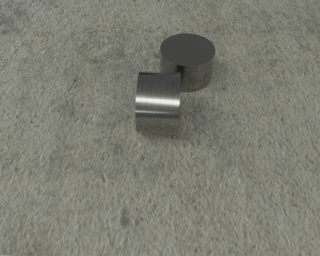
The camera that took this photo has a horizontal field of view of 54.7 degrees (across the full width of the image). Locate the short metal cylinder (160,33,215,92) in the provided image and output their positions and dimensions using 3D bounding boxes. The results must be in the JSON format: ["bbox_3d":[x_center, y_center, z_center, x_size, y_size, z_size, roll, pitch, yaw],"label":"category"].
[{"bbox_3d":[0.041,-0.100,0.471,0.081,0.050,0.080,0,50,0],"label":"short metal cylinder"}]

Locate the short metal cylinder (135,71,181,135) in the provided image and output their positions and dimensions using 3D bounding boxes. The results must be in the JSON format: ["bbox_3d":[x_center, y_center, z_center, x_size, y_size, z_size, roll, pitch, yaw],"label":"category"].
[{"bbox_3d":[-0.001,-0.031,0.394,0.050,0.080,0.080,3,50,2],"label":"short metal cylinder"}]
